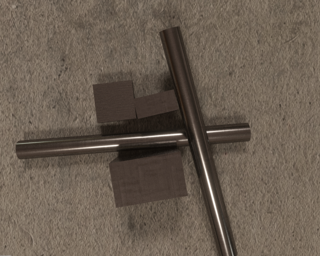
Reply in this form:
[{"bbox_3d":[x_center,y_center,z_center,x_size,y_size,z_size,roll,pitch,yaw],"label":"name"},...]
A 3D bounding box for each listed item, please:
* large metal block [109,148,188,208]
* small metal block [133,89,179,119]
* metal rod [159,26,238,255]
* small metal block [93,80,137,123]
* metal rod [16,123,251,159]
[{"bbox_3d":[-0.013,0.057,0.382,0.081,0.080,0.050,-9,90,0],"label":"large metal block"},{"bbox_3d":[-0.005,-0.029,0.397,0.050,0.050,0.025,-13,90,0],"label":"small metal block"},{"bbox_3d":[0.051,0.027,0.387,0.025,0.025,0.298,-16,100,0],"label":"metal rod"},{"bbox_3d":[-0.058,-0.034,0.409,0.050,0.025,0.050,-7,90,-1],"label":"small metal block"},{"bbox_3d":[-0.034,0.017,0.409,0.302,0.025,0.025,-4,90,-1],"label":"metal rod"}]
